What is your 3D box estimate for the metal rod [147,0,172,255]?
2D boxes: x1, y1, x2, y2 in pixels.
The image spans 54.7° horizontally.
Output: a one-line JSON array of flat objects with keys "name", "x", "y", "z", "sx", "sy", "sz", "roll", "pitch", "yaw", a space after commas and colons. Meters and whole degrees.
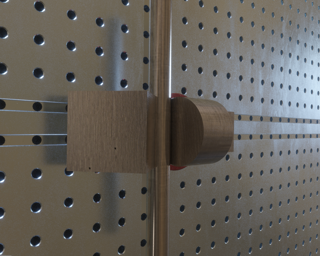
[{"name": "metal rod", "x": 0.000, "y": -0.003, "z": 0.357, "sx": 0.025, "sy": 0.025, "sz": 0.298, "roll": 1, "pitch": 89, "yaw": -40}]

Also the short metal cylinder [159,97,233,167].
[{"name": "short metal cylinder", "x": 0.039, "y": 0.004, "z": 0.369, "sx": 0.050, "sy": 0.080, "sz": 0.079, "roll": 1, "pitch": 90, "yaw": -40}]

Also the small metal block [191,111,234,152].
[{"name": "small metal block", "x": 0.066, "y": 0.004, "z": 0.396, "sx": 0.025, "sy": 0.050, "sz": 0.050, "roll": 2, "pitch": 89, "yaw": -40}]

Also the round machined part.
[{"name": "round machined part", "x": 0.008, "y": 0.004, "z": 0.405, "sx": 0.099, "sy": 0.042, "sz": 0.097, "roll": 0, "pitch": 90, "yaw": -40}]

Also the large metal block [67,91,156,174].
[{"name": "large metal block", "x": -0.049, "y": 0.004, "z": 0.327, "sx": 0.050, "sy": 0.080, "sz": 0.079, "roll": 4, "pitch": 87, "yaw": -81}]
